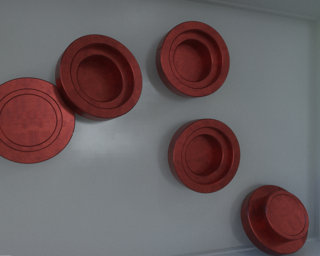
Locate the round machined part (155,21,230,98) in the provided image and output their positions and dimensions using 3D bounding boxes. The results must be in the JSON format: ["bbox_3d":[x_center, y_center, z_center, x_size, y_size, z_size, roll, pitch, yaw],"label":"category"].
[{"bbox_3d":[0.040,-0.088,0.416,0.099,0.042,0.097,0,90,-20],"label":"round machined part"}]

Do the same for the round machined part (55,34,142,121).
[{"bbox_3d":[-0.074,-0.056,0.366,0.099,0.042,0.098,6,78,-32],"label":"round machined part"}]

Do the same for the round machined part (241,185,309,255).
[{"bbox_3d":[0.170,0.128,0.443,0.099,0.042,0.098,8,59,-14],"label":"round machined part"}]

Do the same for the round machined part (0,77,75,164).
[{"bbox_3d":[-0.146,-0.008,0.348,0.099,0.042,0.097,0,90,-20],"label":"round machined part"}]

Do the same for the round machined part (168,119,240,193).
[{"bbox_3d":[0.056,0.036,0.422,0.099,0.042,0.097,0,90,-20],"label":"round machined part"}]
